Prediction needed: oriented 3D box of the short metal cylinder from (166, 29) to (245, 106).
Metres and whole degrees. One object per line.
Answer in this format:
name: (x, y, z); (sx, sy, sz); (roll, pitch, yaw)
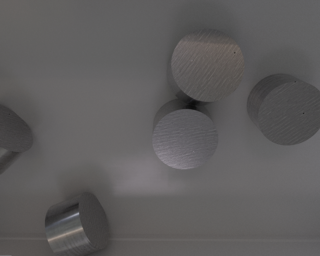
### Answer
short metal cylinder: (0.050, -0.068, 0.359); (0.081, 0.050, 0.080); (0, 89, -5)

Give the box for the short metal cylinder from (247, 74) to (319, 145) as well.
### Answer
short metal cylinder: (0.156, -0.024, 0.390); (0.081, 0.050, 0.079); (0, 110, 0)

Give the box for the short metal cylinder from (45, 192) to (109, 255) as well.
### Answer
short metal cylinder: (-0.113, 0.136, 0.431); (0.050, 0.080, 0.080); (-23, 109, 8)

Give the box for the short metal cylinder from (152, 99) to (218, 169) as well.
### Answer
short metal cylinder: (0.031, 0.006, 0.400); (0.081, 0.050, 0.079); (0, 110, 0)

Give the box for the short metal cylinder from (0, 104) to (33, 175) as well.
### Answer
short metal cylinder: (-0.209, 0.013, 0.385); (0.050, 0.080, 0.080); (-40, 106, 13)
